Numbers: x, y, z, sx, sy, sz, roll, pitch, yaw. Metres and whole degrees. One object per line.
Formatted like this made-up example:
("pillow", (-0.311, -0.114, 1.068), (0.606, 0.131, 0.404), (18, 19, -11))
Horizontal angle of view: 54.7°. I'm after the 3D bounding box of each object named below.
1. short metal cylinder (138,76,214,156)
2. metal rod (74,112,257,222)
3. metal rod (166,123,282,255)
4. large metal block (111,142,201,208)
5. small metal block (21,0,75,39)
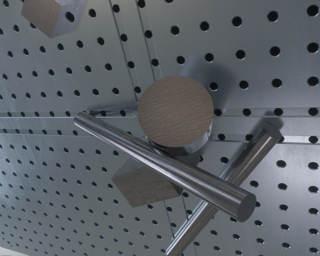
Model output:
("short metal cylinder", (0.019, -0.012, 0.350), (0.080, 0.080, 0.050), (24, 168, 13))
("metal rod", (-0.024, 0.026, 0.358), (0.300, 0.025, 0.025), (22, 132, 47))
("metal rod", (0.074, 0.108, 0.439), (0.025, 0.025, 0.298), (32, 129, 7))
("large metal block", (-0.003, 0.053, 0.410), (0.080, 0.080, 0.050), (-24, 106, 36))
("small metal block", (-0.143, -0.151, 0.393), (0.050, 0.025, 0.050), (40, 129, 1))
